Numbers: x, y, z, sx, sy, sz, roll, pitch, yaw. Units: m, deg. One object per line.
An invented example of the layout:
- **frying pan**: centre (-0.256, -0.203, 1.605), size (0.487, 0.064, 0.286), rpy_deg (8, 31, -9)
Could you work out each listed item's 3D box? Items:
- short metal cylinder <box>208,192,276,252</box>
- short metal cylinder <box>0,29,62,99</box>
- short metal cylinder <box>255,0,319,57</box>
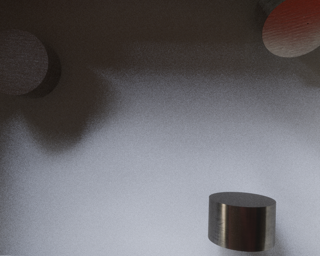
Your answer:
- **short metal cylinder**: centre (0.101, 0.113, 0.385), size (0.081, 0.080, 0.050), rpy_deg (1, 90, 0)
- **short metal cylinder**: centre (-0.175, -0.079, 0.397), size (0.081, 0.050, 0.080), rpy_deg (0, 90, 0)
- **short metal cylinder**: centre (0.162, -0.134, 0.379), size (0.081, 0.080, 0.050), rpy_deg (3, 46, 0)
